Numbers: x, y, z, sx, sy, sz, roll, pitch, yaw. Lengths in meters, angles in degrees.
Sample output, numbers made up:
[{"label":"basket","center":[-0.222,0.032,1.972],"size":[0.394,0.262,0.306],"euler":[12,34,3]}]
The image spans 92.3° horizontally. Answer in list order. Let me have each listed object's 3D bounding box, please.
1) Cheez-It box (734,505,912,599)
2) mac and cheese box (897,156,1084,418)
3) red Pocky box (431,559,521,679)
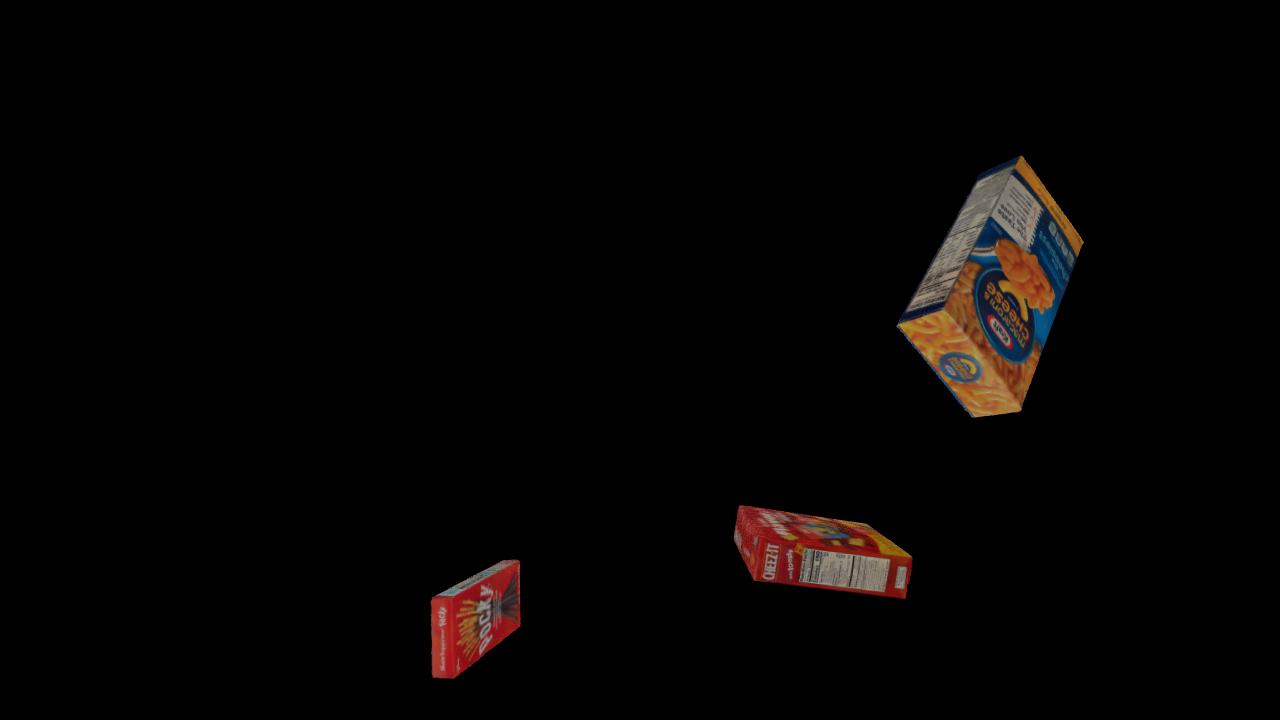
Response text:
[{"label":"Cheez-It box","center":[0.267,0.288,0.937],"size":[0.223,0.071,0.166],"euler":[8,1,-2]},{"label":"mac and cheese box","center":[0.256,-0.057,0.439],"size":[0.184,0.093,0.041],"euler":[-51,16,-29]},{"label":"red Pocky box","center":[-0.180,0.286,0.693],"size":[0.028,0.083,0.155],"euler":[-2,-4,15]}]
